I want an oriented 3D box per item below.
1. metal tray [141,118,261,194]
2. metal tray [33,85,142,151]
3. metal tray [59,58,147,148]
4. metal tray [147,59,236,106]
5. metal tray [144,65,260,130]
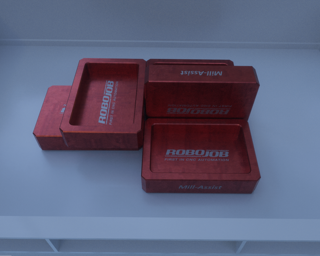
[{"bbox_3d":[0.045,0.032,0.374,0.131,0.030,0.090,1,50,0],"label":"metal tray"},{"bbox_3d":[-0.088,-0.015,0.409,0.131,0.030,0.090,0,50,0],"label":"metal tray"},{"bbox_3d":[-0.064,-0.036,0.389,0.091,0.030,0.130,1,50,0],"label":"metal tray"},{"bbox_3d":[0.045,-0.061,0.452,0.131,0.030,0.090,1,50,0],"label":"metal tray"},{"bbox_3d":[0.048,-0.034,0.389,0.131,0.089,0.030,1,50,0],"label":"metal tray"}]
